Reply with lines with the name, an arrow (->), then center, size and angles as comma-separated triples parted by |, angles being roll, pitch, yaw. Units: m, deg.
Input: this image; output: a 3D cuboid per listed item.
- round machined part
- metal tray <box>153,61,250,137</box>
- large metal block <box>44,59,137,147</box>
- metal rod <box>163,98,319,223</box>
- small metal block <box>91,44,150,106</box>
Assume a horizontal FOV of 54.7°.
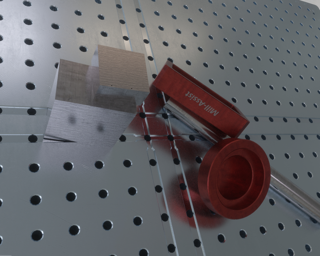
round machined part -> 0.088, 0.061, 0.390 | 0.099, 0.042, 0.097 | -2, 94, -27
metal tray -> 0.055, -0.042, 0.430 | 0.130, 0.030, 0.090 | 33, 15, -7
large metal block -> -0.079, -0.023, 0.345 | 0.081, 0.080, 0.050 | 10, 58, -23
metal rod -> 0.133, 0.049, 0.449 | 0.301, 0.025, 0.025 | 36, 51, -4
small metal block -> -0.041, -0.053, 0.316 | 0.050, 0.025, 0.050 | 5, 59, -26
